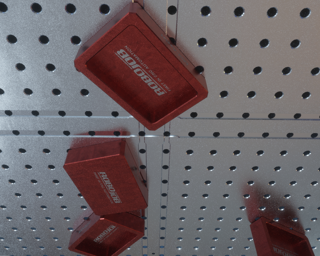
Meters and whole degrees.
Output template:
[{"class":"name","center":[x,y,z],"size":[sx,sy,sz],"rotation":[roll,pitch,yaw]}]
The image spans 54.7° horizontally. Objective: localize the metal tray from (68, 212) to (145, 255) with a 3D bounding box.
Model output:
[{"class":"metal tray","center":[-0.100,0.199,0.576],"size":[0.090,0.030,0.129],"rotation":[29,124,-23]}]

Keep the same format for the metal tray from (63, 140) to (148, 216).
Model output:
[{"class":"metal tray","center":[-0.078,0.081,0.476],"size":[0.090,0.030,0.129],"rotation":[-11,130,9]}]

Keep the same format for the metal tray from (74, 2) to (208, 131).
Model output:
[{"class":"metal tray","center":[-0.018,-0.062,0.354],"size":[0.090,0.030,0.130],"rotation":[-33,123,24]}]

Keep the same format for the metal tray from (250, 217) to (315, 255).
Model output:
[{"class":"metal tray","center":[0.230,0.226,0.564],"size":[0.131,0.090,0.030],"rotation":[27,125,-21]}]
